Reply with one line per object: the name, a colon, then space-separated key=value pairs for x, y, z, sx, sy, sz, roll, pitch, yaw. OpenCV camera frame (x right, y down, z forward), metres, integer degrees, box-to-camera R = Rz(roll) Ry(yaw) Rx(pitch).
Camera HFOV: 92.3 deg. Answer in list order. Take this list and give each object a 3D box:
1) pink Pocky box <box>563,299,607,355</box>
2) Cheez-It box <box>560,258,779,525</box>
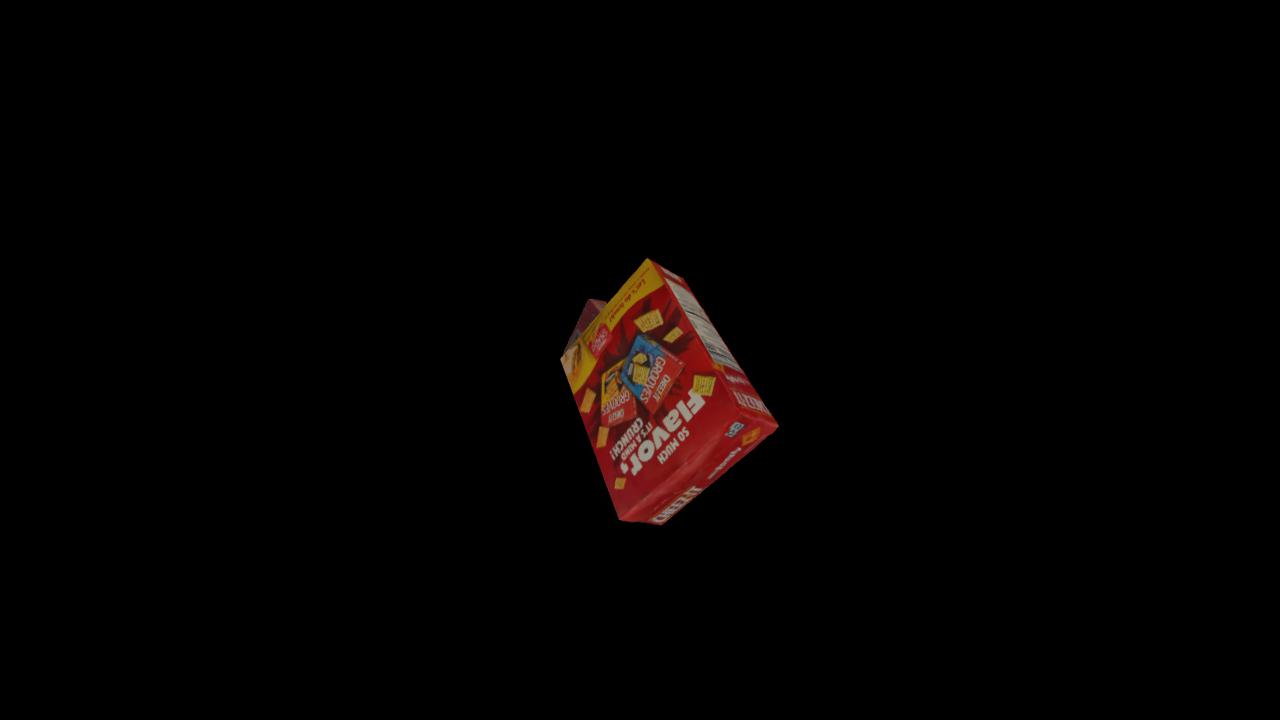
pink Pocky box: x=-0.030 y=0.007 z=0.693 sx=0.029 sy=0.084 sz=0.155 roll=4 pitch=33 yaw=-40
Cheez-It box: x=0.016 y=0.029 z=0.632 sx=0.071 sy=0.223 sz=0.166 roll=21 pitch=-58 yaw=-42
